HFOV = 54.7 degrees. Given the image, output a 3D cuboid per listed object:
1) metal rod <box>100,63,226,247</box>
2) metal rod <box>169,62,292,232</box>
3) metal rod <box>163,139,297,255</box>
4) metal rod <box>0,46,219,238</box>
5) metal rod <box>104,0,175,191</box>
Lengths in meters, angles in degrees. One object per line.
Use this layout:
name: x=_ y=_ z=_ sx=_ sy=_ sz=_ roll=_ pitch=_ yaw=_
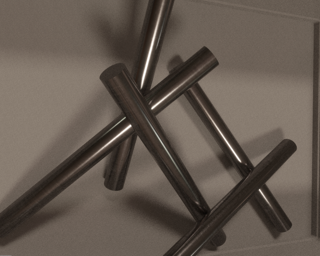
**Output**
metal rod: x=0.021 y=0.055 z=0.357 sx=0.025 sy=0.025 sz=0.299 roll=-42 pitch=127 yaw=-15
metal rod: x=0.108 y=0.036 z=0.452 sx=0.025 sy=0.025 sz=0.299 roll=-40 pitch=103 yaw=-16
metal rod: x=0.092 y=0.098 z=0.400 sx=0.302 sy=0.025 sz=0.025 roll=-33 pitch=102 yaw=-32
metal rod: x=-0.063 y=0.018 z=0.335 sx=0.300 sy=0.025 sz=0.025 roll=-39 pitch=104 yaw=4
metal rod: x=-0.019 y=-0.061 z=0.339 sx=0.025 sy=0.025 sz=0.298 roll=9 pitch=112 yaw=-20
